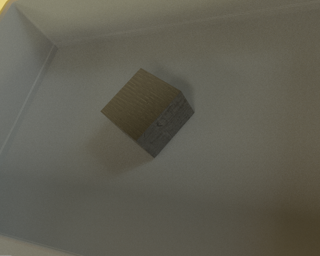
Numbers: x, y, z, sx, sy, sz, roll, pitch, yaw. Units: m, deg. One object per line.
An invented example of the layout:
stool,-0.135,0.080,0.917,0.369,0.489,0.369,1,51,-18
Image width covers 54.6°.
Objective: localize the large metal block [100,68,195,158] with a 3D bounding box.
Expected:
large metal block,-0.017,-0.021,0.408,0.080,0.050,0.080,-48,52,-7
